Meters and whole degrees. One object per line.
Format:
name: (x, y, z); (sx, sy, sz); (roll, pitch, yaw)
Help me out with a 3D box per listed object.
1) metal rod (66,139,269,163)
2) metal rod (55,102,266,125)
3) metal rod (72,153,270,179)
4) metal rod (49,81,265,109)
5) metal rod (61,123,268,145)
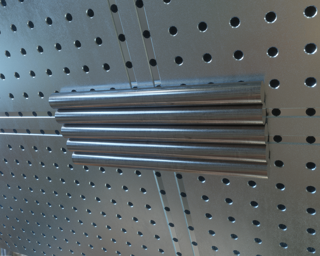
metal rod: (-0.008, 0.027, 0.431); (0.301, 0.025, 0.025); (1, 119, 27)
metal rod: (-0.019, -0.017, 0.409); (0.301, 0.025, 0.025); (1, 119, 27)
metal rod: (-0.003, 0.048, 0.441); (0.300, 0.025, 0.025); (0, 119, 27)
metal rod: (-0.024, -0.039, 0.398); (0.301, 0.025, 0.025); (1, 119, 27)
metal rod: (-0.013, 0.005, 0.420); (0.301, 0.025, 0.025); (1, 119, 27)
